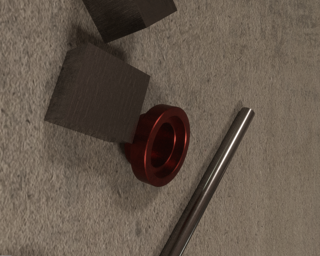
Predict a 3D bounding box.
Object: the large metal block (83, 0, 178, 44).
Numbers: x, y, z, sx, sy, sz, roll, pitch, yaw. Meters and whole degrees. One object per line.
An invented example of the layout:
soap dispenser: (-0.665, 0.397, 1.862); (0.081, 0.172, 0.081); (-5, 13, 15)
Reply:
large metal block: (-0.040, -0.147, 0.337); (0.050, 0.080, 0.080); (-41, 115, -33)

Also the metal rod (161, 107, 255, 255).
metal rod: (0.075, 0.085, 0.470); (0.025, 0.025, 0.301); (50, 61, -29)

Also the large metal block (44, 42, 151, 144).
large metal block: (-0.066, -0.033, 0.335); (0.080, 0.050, 0.080); (23, 75, -38)

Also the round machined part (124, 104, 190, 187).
round machined part: (-0.006, 0.019, 0.378); (0.099, 0.042, 0.097); (-28, 125, -50)
